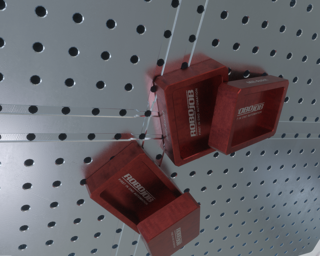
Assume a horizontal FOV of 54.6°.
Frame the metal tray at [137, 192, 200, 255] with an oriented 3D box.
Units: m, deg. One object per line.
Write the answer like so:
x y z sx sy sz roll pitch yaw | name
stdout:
0.018 0.161 0.488 0.090 0.030 0.130 -30 146 -16 | metal tray

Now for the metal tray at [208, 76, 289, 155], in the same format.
0.126 -0.022 0.433 0.131 0.030 0.089 -15 120 -41 | metal tray

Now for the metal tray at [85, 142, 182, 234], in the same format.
-0.031 0.090 0.445 0.090 0.030 0.130 -39 129 -2 | metal tray

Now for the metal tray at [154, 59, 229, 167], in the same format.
0.048 -0.018 0.421 0.091 0.030 0.129 -21 127 -16 | metal tray
